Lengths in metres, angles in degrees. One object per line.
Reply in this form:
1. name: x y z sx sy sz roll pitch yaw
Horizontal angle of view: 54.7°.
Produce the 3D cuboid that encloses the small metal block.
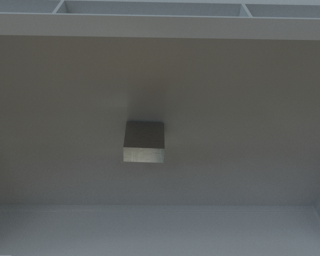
1. small metal block: -0.020 0.018 0.403 0.050 0.050 0.025 2 130 -3
